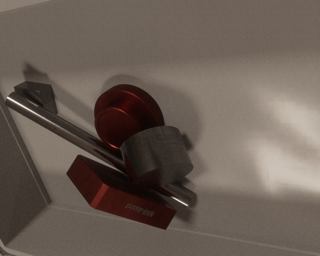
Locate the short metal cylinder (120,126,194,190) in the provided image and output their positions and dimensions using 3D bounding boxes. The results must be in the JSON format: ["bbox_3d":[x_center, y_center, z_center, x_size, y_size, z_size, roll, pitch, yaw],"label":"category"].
[{"bbox_3d":[-0.004,0.039,0.390,0.080,0.081,0.050,-42,57,39],"label":"short metal cylinder"}]

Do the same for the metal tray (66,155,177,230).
[{"bbox_3d":[-0.049,0.086,0.411,0.130,0.030,0.090,32,179,-40],"label":"metal tray"}]

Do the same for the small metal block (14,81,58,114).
[{"bbox_3d":[-0.192,-0.043,0.481,0.050,0.025,0.050,10,123,22],"label":"small metal block"}]

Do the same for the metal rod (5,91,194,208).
[{"bbox_3d":[-0.088,0.031,0.453,0.301,0.025,0.025,30,128,1],"label":"metal rod"}]

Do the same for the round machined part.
[{"bbox_3d":[-0.048,-0.006,0.418,0.098,0.042,0.097,13,124,20],"label":"round machined part"}]
